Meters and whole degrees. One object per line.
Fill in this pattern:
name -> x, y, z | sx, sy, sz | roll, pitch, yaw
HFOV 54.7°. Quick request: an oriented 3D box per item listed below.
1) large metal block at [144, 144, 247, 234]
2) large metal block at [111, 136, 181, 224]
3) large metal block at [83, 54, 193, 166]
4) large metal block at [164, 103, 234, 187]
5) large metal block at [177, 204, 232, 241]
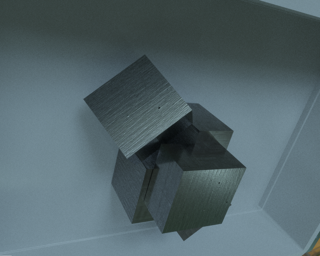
large metal block -> 0.037, 0.065, 0.346 | 0.081, 0.050, 0.079 | 2, 118, -29
large metal block -> -0.019, 0.062, 0.399 | 0.050, 0.080, 0.079 | 1, 118, -29
large metal block -> -0.021, -0.018, 0.339 | 0.080, 0.080, 0.050 | -37, 164, -4
large metal block -> 0.039, 0.019, 0.403 | 0.050, 0.080, 0.079 | 1, 118, -29
large metal block -> 0.045, 0.106, 0.452 | 0.080, 0.080, 0.050 | -36, 94, -5
